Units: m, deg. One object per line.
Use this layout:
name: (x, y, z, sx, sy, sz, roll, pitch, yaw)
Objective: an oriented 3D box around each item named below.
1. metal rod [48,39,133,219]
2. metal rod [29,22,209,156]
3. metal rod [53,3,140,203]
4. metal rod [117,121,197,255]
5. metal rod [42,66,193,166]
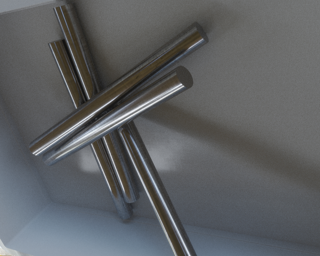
metal rod: (-0.096, 0.016, 0.467, 0.025, 0.025, 0.298, -2, 118, 29)
metal rod: (-0.071, -0.035, 0.394, 0.299, 0.025, 0.025, -30, 102, 28)
metal rod: (-0.081, -0.018, 0.438, 0.025, 0.025, 0.298, -1, 118, 28)
metal rod: (0.005, 0.102, 0.388, 0.025, 0.025, 0.299, -37, 72, 38)
metal rod: (-0.077, -0.001, 0.409, 0.299, 0.025, 0.025, -26, 104, 40)
